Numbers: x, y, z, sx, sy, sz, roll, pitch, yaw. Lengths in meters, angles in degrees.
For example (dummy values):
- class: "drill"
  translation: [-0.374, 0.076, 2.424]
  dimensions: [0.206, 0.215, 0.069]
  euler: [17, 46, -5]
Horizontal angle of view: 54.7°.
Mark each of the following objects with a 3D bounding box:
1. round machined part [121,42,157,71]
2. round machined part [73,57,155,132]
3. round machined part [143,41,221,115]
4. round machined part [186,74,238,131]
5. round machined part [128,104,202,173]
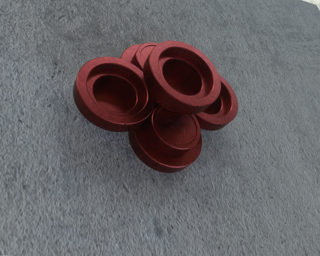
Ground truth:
- class: "round machined part"
  translation: [-0.009, -0.082, 0.441]
  dimensions: [0.099, 0.042, 0.098]
  euler: [14, 56, -21]
- class: "round machined part"
  translation: [-0.059, -0.037, 0.386]
  dimensions: [0.099, 0.042, 0.098]
  euler: [14, 56, -21]
- class: "round machined part"
  translation: [0.024, -0.058, 0.390]
  dimensions: [0.099, 0.042, 0.098]
  euler: [14, 56, -21]
- class: "round machined part"
  translation: [0.061, -0.038, 0.453]
  dimensions: [0.099, 0.042, 0.098]
  euler: [14, 56, -21]
- class: "round machined part"
  translation: [0.013, 0.005, 0.400]
  dimensions: [0.099, 0.042, 0.098]
  euler: [14, 56, -21]
